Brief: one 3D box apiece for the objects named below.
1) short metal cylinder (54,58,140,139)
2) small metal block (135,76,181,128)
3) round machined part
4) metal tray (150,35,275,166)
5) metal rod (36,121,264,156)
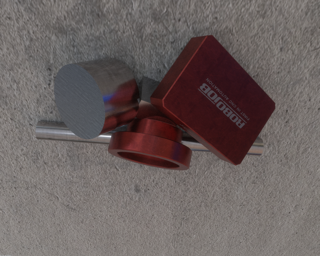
[{"bbox_3d":[-0.069,-0.033,0.337,0.080,0.050,0.079,16,117,34],"label":"short metal cylinder"},{"bbox_3d":[-0.002,-0.030,0.365,0.050,0.050,0.025,18,128,-15],"label":"small metal block"},{"bbox_3d":[-0.009,0.019,0.373,0.099,0.042,0.098,11,165,3],"label":"round machined part"},{"bbox_3d":[0.064,-0.028,0.349,0.130,0.030,0.090,38,82,-28],"label":"metal tray"},{"bbox_3d":[-0.010,0.015,0.421,0.302,0.025,0.025,5,130,-4],"label":"metal rod"}]
